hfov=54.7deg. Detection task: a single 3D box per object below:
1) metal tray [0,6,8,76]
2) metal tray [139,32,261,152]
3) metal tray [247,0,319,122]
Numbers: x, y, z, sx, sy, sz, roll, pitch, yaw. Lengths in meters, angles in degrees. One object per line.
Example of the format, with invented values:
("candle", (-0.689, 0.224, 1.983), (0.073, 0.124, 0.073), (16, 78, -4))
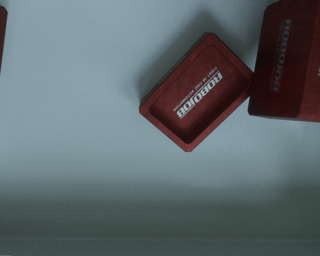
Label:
("metal tray", (-0.230, -0.093, 0.320), (0.030, 0.131, 0.089), (26, 111, 22))
("metal tray", (0.048, -0.043, 0.392), (0.090, 0.030, 0.130), (41, 105, -14))
("metal tray", (0.140, -0.074, 0.328), (0.030, 0.090, 0.129), (9, 92, -17))
